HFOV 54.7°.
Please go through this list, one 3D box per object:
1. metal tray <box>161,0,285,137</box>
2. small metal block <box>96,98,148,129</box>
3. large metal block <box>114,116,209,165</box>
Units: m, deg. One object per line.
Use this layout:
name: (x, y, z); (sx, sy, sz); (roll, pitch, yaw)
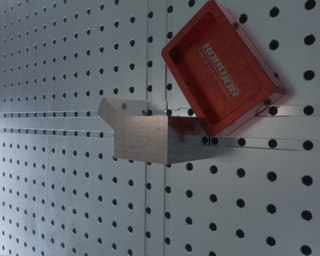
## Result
metal tray: (0.065, -0.066, 0.352); (0.090, 0.030, 0.130); (-41, 65, 32)
small metal block: (-0.052, -0.018, 0.436); (0.050, 0.050, 0.025); (41, 115, 32)
large metal block: (0.003, 0.011, 0.371); (0.080, 0.081, 0.050); (2, 91, 40)
